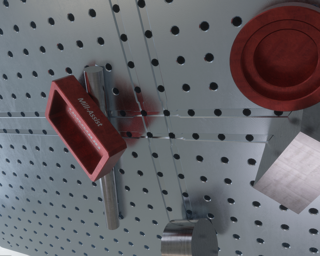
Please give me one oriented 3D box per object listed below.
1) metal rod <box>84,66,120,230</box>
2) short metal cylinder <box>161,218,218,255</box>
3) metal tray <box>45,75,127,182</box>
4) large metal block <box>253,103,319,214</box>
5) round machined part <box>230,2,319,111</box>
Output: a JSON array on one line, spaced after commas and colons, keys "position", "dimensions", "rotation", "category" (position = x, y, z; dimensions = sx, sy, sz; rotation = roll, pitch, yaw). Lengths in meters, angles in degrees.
[{"position": [-0.087, 0.049, 0.487], "dimensions": [0.025, 0.025, 0.298], "rotation": [13, 124, 21], "category": "metal rod"}, {"position": [0.046, 0.176, 0.461], "dimensions": [0.050, 0.080, 0.080], "rotation": [-14, 111, 34], "category": "short metal cylinder"}, {"position": [-0.108, 0.002, 0.435], "dimensions": [0.130, 0.030, 0.089], "rotation": [51, 140, 11], "category": "metal tray"}, {"position": [0.144, 0.025, 0.315], "dimensions": [0.050, 0.080, 0.079], "rotation": [31, 128, 8], "category": "large metal block"}, {"position": [0.120, -0.068, 0.295], "dimensions": [0.098, 0.042, 0.097], "rotation": [13, 124, 21], "category": "round machined part"}]
